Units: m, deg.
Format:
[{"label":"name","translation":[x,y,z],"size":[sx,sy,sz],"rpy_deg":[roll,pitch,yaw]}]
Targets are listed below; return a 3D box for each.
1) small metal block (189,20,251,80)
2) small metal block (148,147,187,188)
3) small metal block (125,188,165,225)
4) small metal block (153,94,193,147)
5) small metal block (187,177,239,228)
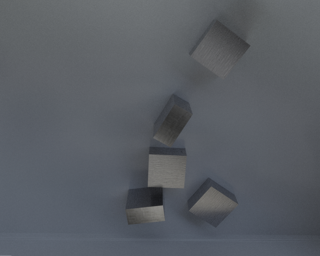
[{"label":"small metal block","translation":[0.071,-0.095,0.377],"size":[0.050,0.025,0.050],"rpy_deg":[33,107,-12]},{"label":"small metal block","translation":[0.009,0.055,0.431],"size":[0.050,0.025,0.050],"rpy_deg":[2,110,-1]},{"label":"small metal block","translation":[-0.020,0.108,0.437],"size":[0.050,0.050,0.025],"rpy_deg":[-7,110,2]},{"label":"small metal block","translation":[0.015,-0.011,0.394],"size":[0.025,0.050,0.050],"rpy_deg":[29,107,-10]},{"label":"small metal block","translation":[0.076,0.109,0.452],"size":[0.050,0.025,0.050],"rpy_deg":[35,106,-12]}]
